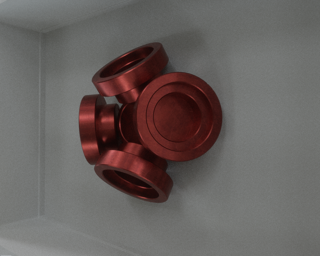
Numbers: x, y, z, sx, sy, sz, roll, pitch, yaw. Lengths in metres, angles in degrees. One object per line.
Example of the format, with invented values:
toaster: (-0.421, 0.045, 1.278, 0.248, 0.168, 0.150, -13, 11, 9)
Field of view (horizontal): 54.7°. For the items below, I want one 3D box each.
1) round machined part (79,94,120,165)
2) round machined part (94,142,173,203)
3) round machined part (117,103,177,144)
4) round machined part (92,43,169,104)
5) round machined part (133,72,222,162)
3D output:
round machined part: (-0.077, 0.001, 0.431, 0.042, 0.098, 0.097, -5, 86, 2)
round machined part: (-0.029, 0.053, 0.391, 0.098, 0.098, 0.042, -2, 53, 39)
round machined part: (-0.018, -0.007, 0.406, 0.098, 0.042, 0.097, 0, 90, 39)
round machined part: (-0.033, -0.066, 0.394, 0.098, 0.098, 0.042, -5, 125, 39)
round machined part: (0.017, -0.012, 0.354, 0.042, 0.099, 0.097, 171, 97, -75)
